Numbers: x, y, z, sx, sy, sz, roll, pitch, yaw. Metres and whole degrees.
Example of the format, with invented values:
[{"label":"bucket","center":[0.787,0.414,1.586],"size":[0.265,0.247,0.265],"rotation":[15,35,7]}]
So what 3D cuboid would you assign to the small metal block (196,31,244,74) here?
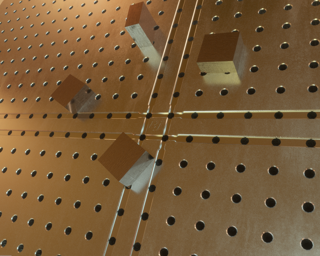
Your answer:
[{"label":"small metal block","center":[0.084,-0.103,0.427],"size":[0.050,0.025,0.050],"rotation":[4,64,29]}]

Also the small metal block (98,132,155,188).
[{"label":"small metal block","center":[-0.045,0.041,0.405],"size":[0.050,0.025,0.050],"rotation":[-49,52,-7]}]

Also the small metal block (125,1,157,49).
[{"label":"small metal block","center":[-0.031,-0.169,0.510],"size":[0.025,0.050,0.050],"rotation":[-6,59,25]}]

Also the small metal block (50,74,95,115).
[{"label":"small metal block","center":[-0.147,-0.056,0.518],"size":[0.050,0.025,0.050],"rotation":[32,79,37]}]
